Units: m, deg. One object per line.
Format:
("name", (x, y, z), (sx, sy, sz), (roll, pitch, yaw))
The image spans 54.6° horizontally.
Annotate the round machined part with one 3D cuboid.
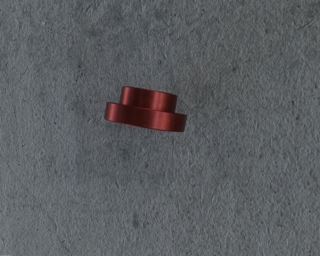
("round machined part", (-0.015, -0.024, 0.376), (0.098, 0.098, 0.042), (11, 94, 20))
